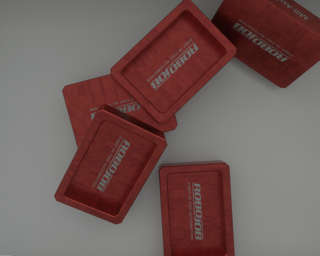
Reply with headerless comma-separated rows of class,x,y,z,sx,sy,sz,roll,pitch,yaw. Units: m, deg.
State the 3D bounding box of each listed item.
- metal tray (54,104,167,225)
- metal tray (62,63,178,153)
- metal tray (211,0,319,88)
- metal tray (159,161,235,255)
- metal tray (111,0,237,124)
metal tray,-0.061,0.047,0.384,0.090,0.030,0.129,27,103,-13
metal tray,-0.051,-0.026,0.408,0.131,0.030,0.089,-15,90,-1
metal tray,0.130,-0.115,0.379,0.130,0.090,0.030,34,60,-1
metal tray,0.047,0.111,0.409,0.091,0.030,0.129,-3,90,-1
metal tray,0.016,-0.079,0.379,0.130,0.030,0.090,-44,92,-4
